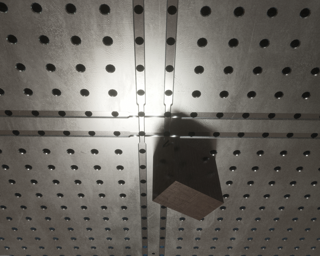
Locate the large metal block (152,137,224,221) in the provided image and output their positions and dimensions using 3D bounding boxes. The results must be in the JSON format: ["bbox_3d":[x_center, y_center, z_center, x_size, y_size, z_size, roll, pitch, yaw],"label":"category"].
[{"bbox_3d":[0.037,0.072,0.437,0.080,0.080,0.050,28,124,-22],"label":"large metal block"}]
